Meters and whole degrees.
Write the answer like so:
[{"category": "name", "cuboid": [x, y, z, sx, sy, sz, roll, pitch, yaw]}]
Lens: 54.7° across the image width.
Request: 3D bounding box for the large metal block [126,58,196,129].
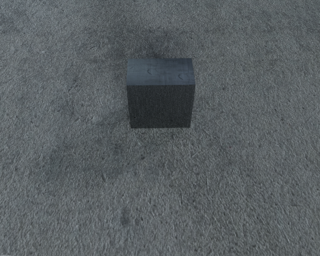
[{"category": "large metal block", "cuboid": [0.000, -0.044, 0.406, 0.081, 0.080, 0.050, -1, 50, -1]}]
